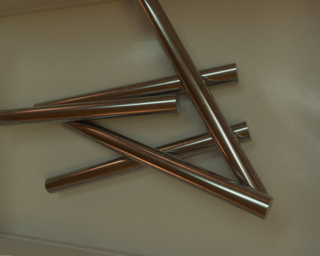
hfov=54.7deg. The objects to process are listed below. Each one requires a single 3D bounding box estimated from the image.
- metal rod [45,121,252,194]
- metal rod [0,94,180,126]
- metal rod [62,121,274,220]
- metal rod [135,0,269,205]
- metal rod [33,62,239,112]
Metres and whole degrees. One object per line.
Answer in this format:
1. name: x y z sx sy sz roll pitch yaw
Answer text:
1. metal rod: -0.029 0.045 0.420 0.300 0.025 0.025 -17 84 19
2. metal rod: -0.122 -0.022 0.430 0.301 0.025 0.025 -4 89 16
3. metal rod: -0.013 0.036 0.386 0.300 0.025 0.025 20 97 29
4. metal rod: 0.045 -0.044 0.366 0.025 0.025 0.299 -31 80 17
5. metal rod: -0.046 -0.047 0.426 0.301 0.025 0.025 -8 87 19
